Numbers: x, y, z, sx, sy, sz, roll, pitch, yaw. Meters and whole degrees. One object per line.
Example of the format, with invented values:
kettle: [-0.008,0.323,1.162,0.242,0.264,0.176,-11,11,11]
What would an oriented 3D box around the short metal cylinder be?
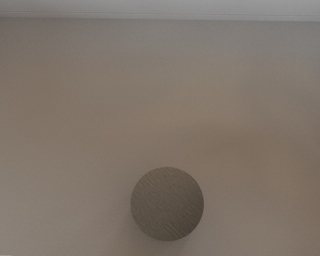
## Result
short metal cylinder: [0.008,0.090,0.364,0.080,0.050,0.080,0,70,0]
